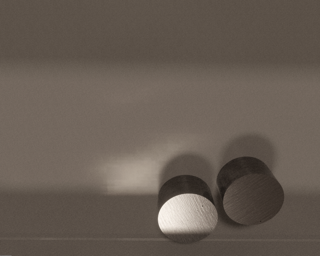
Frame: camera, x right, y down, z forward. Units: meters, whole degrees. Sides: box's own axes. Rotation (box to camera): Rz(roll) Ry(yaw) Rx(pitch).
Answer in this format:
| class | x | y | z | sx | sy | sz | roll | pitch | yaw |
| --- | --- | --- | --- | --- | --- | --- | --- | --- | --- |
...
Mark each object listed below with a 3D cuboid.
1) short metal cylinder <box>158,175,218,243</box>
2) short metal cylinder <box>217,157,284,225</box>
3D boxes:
| class | x | y | z | sx | sy | sz | roll | pitch | yaw |
| --- | --- | --- | --- | --- | --- | --- | --- | --- | --- |
| short metal cylinder | 0.038 | 0.114 | 0.441 | 0.081 | 0.050 | 0.079 | 0 | 110 | -1 |
| short metal cylinder | 0.123 | 0.087 | 0.432 | 0.081 | 0.050 | 0.079 | 0 | 110 | -1 |
